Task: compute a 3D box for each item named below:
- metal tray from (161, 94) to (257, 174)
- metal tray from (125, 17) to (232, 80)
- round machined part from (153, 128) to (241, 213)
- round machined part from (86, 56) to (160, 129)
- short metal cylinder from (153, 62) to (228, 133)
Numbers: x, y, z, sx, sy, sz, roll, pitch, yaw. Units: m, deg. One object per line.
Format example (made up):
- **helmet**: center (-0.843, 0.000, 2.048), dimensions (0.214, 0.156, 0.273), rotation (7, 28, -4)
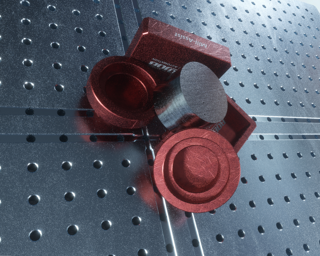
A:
- **metal tray**: center (0.074, 0.004, 0.444), dimensions (0.090, 0.030, 0.131), rotation (45, 51, 3)
- **metal tray**: center (0.022, -0.093, 0.436), dimensions (0.131, 0.090, 0.030), rotation (14, 56, -21)
- **round machined part**: center (0.043, 0.048, 0.371), dimensions (0.099, 0.042, 0.097), rotation (0, 92, 5)
- **round machined part**: center (-0.046, -0.041, 0.399), dimensions (0.099, 0.042, 0.098), rotation (14, 56, -21)
- **short metal cylinder**: center (0.038, -0.035, 0.388), dimensions (0.081, 0.050, 0.080), rotation (18, 60, -34)
